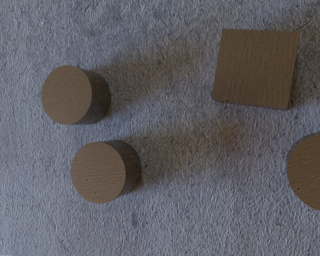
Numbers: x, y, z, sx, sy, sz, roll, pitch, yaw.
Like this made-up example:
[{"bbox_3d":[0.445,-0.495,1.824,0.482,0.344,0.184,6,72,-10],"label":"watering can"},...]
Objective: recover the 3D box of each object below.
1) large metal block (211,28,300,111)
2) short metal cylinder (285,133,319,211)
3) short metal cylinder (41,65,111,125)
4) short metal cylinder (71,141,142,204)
[{"bbox_3d":[0.109,-0.066,0.357,0.080,0.050,0.079,9,93,19],"label":"large metal block"},{"bbox_3d":[0.179,0.045,0.333,0.080,0.050,0.079,0,90,20],"label":"short metal cylinder"},{"bbox_3d":[-0.117,-0.044,0.437,0.080,0.050,0.079,0,90,20],"label":"short metal cylinder"},{"bbox_3d":[-0.072,0.057,0.421,0.080,0.050,0.079,0,90,20],"label":"short metal cylinder"}]
